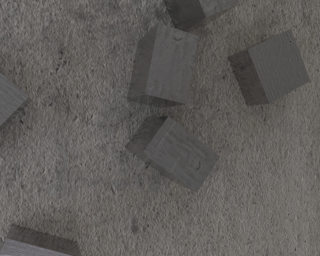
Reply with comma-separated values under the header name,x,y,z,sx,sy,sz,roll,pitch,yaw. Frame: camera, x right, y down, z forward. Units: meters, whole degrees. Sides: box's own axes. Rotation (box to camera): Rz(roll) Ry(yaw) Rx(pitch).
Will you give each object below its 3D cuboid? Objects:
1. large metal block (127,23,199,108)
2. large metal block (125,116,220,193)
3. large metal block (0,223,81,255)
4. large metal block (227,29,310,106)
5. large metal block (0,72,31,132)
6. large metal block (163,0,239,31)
name,x,y,z,sx,sy,sz,roll,pitch,yaw
large metal block,0.001,-0.071,0.380,0.050,0.080,0.080,12,86,-20
large metal block,0.012,0.030,0.384,0.080,0.080,0.050,38,78,-16
large metal block,-0.143,0.163,0.343,0.080,0.050,0.080,24,82,-19
large metal block,0.159,-0.087,0.454,0.081,0.050,0.080,-28,99,-18
large metal block,-0.197,-0.029,0.323,0.080,0.050,0.080,43,77,-15
large metal block,0.044,-0.174,0.396,0.050,0.080,0.080,-27,99,-18
